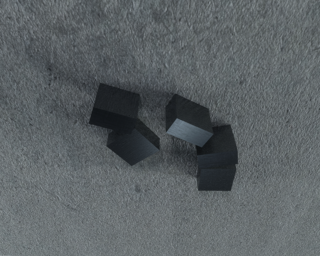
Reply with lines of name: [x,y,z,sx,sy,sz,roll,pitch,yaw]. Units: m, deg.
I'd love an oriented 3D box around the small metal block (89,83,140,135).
small metal block: [-0.053,-0.024,0.370,0.050,0.050,0.025,15,128,-13]

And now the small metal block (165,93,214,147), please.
small metal block: [0.035,-0.010,0.383,0.050,0.050,0.025,22,127,-18]

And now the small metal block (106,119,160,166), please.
small metal block: [-0.036,0.019,0.423,0.050,0.025,0.050,-31,124,23]

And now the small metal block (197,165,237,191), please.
small metal block: [0.084,0.069,0.467,0.050,0.025,0.050,1,130,-1]

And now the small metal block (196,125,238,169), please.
small metal block: [0.073,0.024,0.412,0.050,0.050,0.025,-8,130,6]
